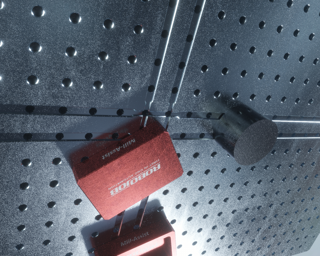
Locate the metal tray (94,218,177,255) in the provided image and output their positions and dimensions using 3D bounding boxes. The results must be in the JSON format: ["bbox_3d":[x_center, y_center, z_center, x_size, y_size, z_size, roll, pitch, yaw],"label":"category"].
[{"bbox_3d":[-0.037,0.215,0.522,0.131,0.030,0.089,-18,126,-19],"label":"metal tray"}]

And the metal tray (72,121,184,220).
[{"bbox_3d":[-0.039,0.059,0.425,0.131,0.030,0.090,-30,129,-10],"label":"metal tray"}]

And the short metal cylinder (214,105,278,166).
[{"bbox_3d":[0.132,0.011,0.476,0.081,0.050,0.079,-14,125,-21],"label":"short metal cylinder"}]
